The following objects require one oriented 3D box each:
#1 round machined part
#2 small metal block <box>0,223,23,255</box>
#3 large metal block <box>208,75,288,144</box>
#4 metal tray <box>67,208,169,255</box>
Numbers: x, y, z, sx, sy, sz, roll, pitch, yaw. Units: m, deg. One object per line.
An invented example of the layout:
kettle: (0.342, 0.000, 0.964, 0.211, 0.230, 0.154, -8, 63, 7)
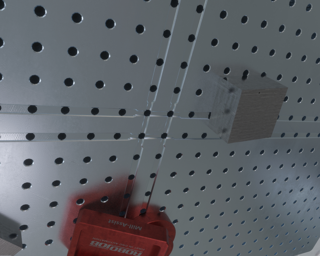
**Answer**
round machined part: (-0.017, 0.190, 0.508, 0.099, 0.042, 0.097, -14, 124, -21)
small metal block: (-0.212, 0.148, 0.387, 0.050, 0.025, 0.050, -39, 130, -2)
large metal block: (0.124, -0.029, 0.445, 0.081, 0.050, 0.079, -6, 121, -26)
metal tray: (-0.062, 0.174, 0.447, 0.131, 0.030, 0.089, 16, 112, -8)
